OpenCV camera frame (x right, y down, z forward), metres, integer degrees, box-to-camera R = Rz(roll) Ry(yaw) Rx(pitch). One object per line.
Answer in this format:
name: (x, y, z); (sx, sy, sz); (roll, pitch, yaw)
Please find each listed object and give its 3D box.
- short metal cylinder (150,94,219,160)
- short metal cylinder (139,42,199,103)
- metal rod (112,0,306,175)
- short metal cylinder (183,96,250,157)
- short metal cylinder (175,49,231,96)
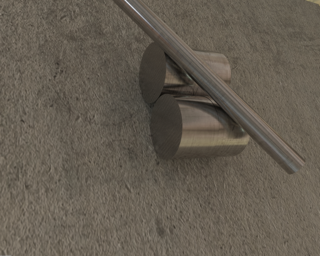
short metal cylinder: (0.028, -0.001, 0.386); (0.050, 0.080, 0.080); (1, 62, -28)
short metal cylinder: (0.011, -0.072, 0.420); (0.050, 0.080, 0.080); (1, 62, -28)
metal rod: (0.054, -0.061, 0.368); (0.300, 0.025, 0.025); (45, 51, 3)
short metal cylinder: (0.073, -0.001, 0.410); (0.050, 0.080, 0.080); (1, 62, -28)
short metal cylinder: (0.056, -0.072, 0.444); (0.050, 0.080, 0.080); (1, 62, -28)
